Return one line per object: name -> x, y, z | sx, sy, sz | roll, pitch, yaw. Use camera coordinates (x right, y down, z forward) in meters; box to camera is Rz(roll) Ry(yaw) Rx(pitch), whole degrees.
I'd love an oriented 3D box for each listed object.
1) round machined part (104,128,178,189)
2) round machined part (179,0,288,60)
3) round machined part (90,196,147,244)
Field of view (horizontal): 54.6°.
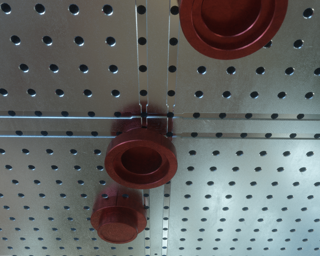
round machined part -> -0.025, 0.038, 0.433 | 0.099, 0.042, 0.097 | 0, 130, 0
round machined part -> 0.067, -0.119, 0.299 | 0.099, 0.042, 0.097 | 0, 130, 0
round machined part -> -0.072, 0.166, 0.541 | 0.099, 0.042, 0.097 | 0, 130, 0
